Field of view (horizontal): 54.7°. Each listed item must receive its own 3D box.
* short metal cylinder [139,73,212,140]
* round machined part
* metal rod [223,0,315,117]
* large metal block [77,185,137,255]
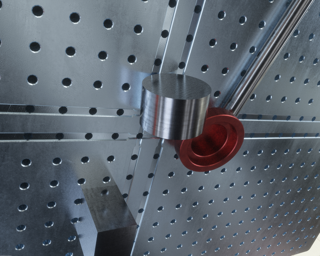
[{"bbox_3d":[0.017,-0.028,0.369,0.081,0.080,0.050,-8,122,-25],"label":"short metal cylinder"},{"bbox_3d":[0.066,0.012,0.441,0.099,0.042,0.097,-11,127,-15],"label":"round machined part"},{"bbox_3d":[0.175,-0.144,0.419,0.025,0.025,0.298,20,108,-36],"label":"metal rod"},{"bbox_3d":[-0.075,0.137,0.420,0.050,0.080,0.079,-2,119,-28],"label":"large metal block"}]
